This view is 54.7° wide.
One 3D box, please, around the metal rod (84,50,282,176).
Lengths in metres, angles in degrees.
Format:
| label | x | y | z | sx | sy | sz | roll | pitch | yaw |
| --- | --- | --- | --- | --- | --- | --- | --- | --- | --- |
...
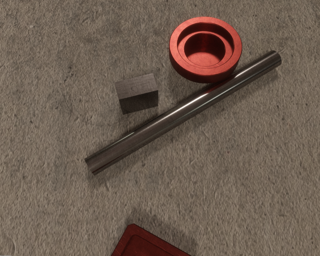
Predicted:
| label | x | y | z | sx | sy | sz | roll | pitch | yaw |
| --- | --- | --- | --- | --- | --- | --- | --- | --- | --- |
| metal rod | 0.039 | -0.026 | 0.417 | 0.301 | 0.025 | 0.025 | -30 | 73 | -11 |

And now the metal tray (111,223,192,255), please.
| label | x | y | z | sx | sy | sz | roll | pitch | yaw |
| --- | --- | --- | --- | --- | --- | --- | --- | --- | --- |
| metal tray | -0.025 | 0.184 | 0.337 | 0.090 | 0.030 | 0.130 | 27 | 72 | 9 |

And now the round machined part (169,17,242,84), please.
| label | x | y | z | sx | sy | sz | roll | pitch | yaw |
| --- | --- | --- | --- | --- | --- | --- | --- | --- | --- |
| round machined part | 0.062 | -0.105 | 0.436 | 0.099 | 0.042 | 0.098 | 0 | 67 | 1 |

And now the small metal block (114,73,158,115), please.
| label | x | y | z | sx | sy | sz | roll | pitch | yaw |
| --- | --- | --- | --- | --- | --- | --- | --- | --- | --- |
| small metal block | -0.030 | -0.044 | 0.411 | 0.050 | 0.050 | 0.025 | -15 | 71 | -6 |
